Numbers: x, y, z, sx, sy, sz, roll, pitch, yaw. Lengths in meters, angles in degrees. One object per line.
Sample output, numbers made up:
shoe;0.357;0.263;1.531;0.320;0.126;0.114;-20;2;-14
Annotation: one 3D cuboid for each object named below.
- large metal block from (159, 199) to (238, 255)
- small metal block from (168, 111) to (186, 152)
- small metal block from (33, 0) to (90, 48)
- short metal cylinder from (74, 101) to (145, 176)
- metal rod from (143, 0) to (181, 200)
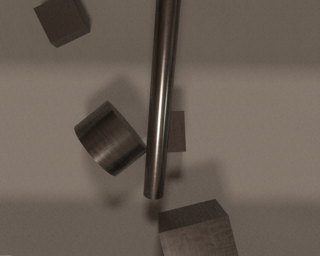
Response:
large metal block;0.043;0.131;0.385;0.080;0.080;0.050;-14;90;0
small metal block;0.018;0.004;0.399;0.025;0.050;0.050;-3;90;-1
small metal block;-0.129;-0.142;0.410;0.050;0.025;0.050;-26;90;-1
short metal cylinder;-0.059;0.013;0.383;0.050;0.080;0.080;-39;91;0
metal rod;0.003;-0.058;0.335;0.025;0.025;0.298;4;109;-1
